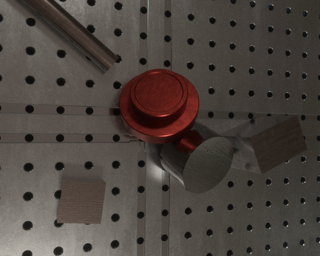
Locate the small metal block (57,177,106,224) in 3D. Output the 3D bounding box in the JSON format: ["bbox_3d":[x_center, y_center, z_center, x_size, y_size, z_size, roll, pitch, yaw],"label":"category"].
[{"bbox_3d":[-0.096,0.088,0.378,0.050,0.025,0.050,8,87,-20],"label":"small metal block"}]

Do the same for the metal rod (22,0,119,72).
[{"bbox_3d":[-0.170,-0.173,0.349,0.300,0.025,0.025,40,77,-16],"label":"metal rod"}]

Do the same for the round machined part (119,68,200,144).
[{"bbox_3d":[-0.001,-0.034,0.379,0.099,0.042,0.098,0,62,0],"label":"round machined part"}]

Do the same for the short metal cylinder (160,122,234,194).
[{"bbox_3d":[0.048,0.037,0.402,0.081,0.050,0.079,-16,122,-28],"label":"short metal cylinder"}]

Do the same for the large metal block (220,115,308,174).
[{"bbox_3d":[0.141,0.020,0.437,0.081,0.080,0.050,-23,98,-19],"label":"large metal block"}]
